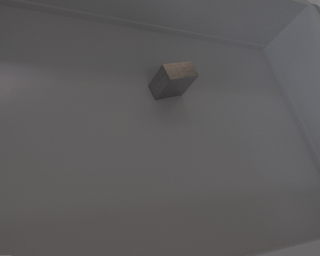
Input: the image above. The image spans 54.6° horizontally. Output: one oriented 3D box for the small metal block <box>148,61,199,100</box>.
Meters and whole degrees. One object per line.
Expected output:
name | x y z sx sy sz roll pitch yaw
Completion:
small metal block | 0.018 -0.067 0.440 0.050 0.050 0.025 -14 69 -34
